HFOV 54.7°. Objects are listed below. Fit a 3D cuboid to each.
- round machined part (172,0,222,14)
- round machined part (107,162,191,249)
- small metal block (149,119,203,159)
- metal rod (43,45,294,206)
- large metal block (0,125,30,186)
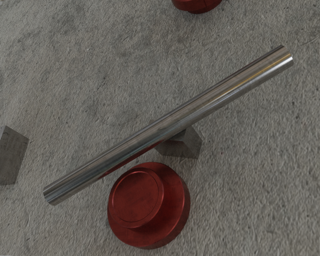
[{"bbox_3d":[0.065,-0.222,0.495,0.098,0.042,0.098,-13,56,21],"label":"round machined part"},{"bbox_3d":[-0.019,0.083,0.352,0.098,0.042,0.098,-13,56,21],"label":"round machined part"},{"bbox_3d":[0.017,0.014,0.371,0.050,0.050,0.025,3,64,30],"label":"small metal block"},{"bbox_3d":[0.001,0.002,0.337,0.300,0.025,0.025,-31,52,8],"label":"metal rod"},{"bbox_3d":[-0.271,0.048,0.501,0.080,0.050,0.080,-9,58,23],"label":"large metal block"}]
